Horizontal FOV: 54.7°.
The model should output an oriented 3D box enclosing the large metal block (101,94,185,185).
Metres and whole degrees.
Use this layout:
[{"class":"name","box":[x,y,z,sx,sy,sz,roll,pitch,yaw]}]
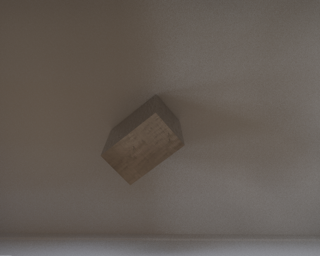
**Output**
[{"class":"large metal block","box":[-0.020,0.011,0.383,0.080,0.080,0.050,-38,106,12]}]
